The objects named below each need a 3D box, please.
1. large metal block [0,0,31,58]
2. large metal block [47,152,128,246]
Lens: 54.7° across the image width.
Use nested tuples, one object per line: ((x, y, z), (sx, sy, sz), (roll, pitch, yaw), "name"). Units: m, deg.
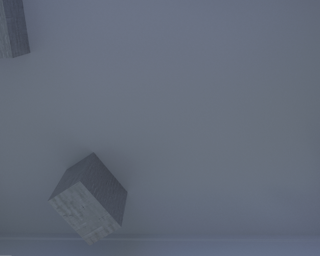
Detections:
((-0.203, -0.122, 0.351), (0.080, 0.050, 0.079), (-1, 110, 0), "large metal block")
((-0.091, 0.092, 0.415), (0.050, 0.080, 0.080), (-33, 107, 11), "large metal block")
